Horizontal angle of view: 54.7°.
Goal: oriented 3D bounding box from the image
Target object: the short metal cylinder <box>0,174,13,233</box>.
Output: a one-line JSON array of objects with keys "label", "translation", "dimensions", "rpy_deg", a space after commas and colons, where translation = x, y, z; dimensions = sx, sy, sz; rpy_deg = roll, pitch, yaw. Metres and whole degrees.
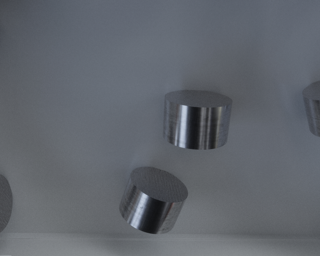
[{"label": "short metal cylinder", "translation": [-0.244, 0.104, 0.417], "dimensions": [0.050, 0.080, 0.079], "rpy_deg": [-6, 110, 2]}]

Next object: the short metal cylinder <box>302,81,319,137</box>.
[{"label": "short metal cylinder", "translation": [0.220, -0.027, 0.375], "dimensions": [0.080, 0.080, 0.050], "rpy_deg": [-18, 109, 6]}]

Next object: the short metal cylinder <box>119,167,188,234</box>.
[{"label": "short metal cylinder", "translation": [-0.009, 0.095, 0.417], "dimensions": [0.080, 0.080, 0.050], "rpy_deg": [18, 109, -7]}]

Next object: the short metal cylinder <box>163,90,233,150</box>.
[{"label": "short metal cylinder", "translation": [0.045, -0.013, 0.378], "dimensions": [0.081, 0.080, 0.050], "rpy_deg": [2, 110, -1]}]
